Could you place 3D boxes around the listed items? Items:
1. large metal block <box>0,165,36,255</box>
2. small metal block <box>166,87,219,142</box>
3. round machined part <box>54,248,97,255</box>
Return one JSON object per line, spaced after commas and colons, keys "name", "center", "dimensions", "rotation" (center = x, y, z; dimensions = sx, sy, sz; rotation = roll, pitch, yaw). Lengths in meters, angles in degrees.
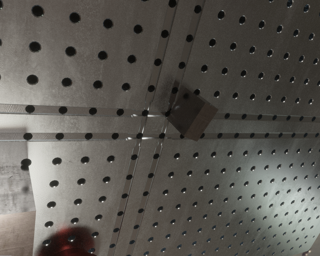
{"name": "large metal block", "center": [-0.171, 0.098, 0.343], "dimensions": [0.050, 0.080, 0.079], "rotation": [0, 119, -29]}
{"name": "small metal block", "center": [0.041, -0.018, 0.408], "dimensions": [0.025, 0.050, 0.050], "rotation": [22, 106, -37]}
{"name": "round machined part", "center": [-0.135, 0.221, 0.465], "dimensions": [0.099, 0.042, 0.097], "rotation": [-14, 125, -21]}
